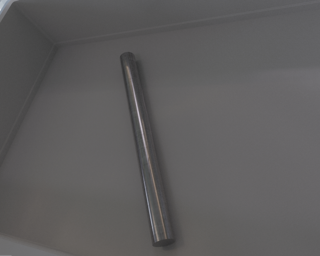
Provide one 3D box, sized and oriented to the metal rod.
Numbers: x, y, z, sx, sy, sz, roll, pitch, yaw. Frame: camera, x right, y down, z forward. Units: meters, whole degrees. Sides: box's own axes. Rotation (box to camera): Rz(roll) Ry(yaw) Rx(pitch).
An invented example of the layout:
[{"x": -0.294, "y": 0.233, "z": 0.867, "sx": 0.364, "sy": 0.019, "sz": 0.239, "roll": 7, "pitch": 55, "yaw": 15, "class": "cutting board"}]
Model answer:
[{"x": -0.024, "y": 0.004, "z": 0.416, "sx": 0.025, "sy": 0.025, "sz": 0.300, "roll": -24, "pitch": 53, "yaw": 14, "class": "metal rod"}]
